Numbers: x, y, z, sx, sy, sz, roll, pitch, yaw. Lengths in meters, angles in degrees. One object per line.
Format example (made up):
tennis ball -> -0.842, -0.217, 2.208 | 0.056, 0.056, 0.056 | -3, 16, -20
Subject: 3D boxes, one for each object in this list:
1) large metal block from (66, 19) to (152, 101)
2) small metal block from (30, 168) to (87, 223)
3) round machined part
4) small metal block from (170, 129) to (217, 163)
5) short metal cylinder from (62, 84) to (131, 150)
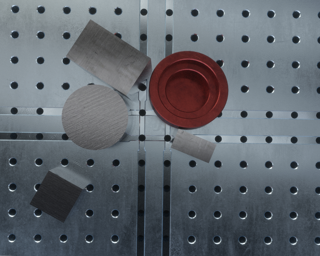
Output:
large metal block -> -0.058, -0.079, 0.385 | 0.080, 0.080, 0.050 | 33, 90, -1
small metal block -> -0.134, 0.089, 0.412 | 0.050, 0.025, 0.050 | 29, 90, -1
round machined part -> 0.035, -0.046, 0.400 | 0.099, 0.042, 0.097 | 1, 82, -4
small metal block -> 0.041, 0.022, 0.401 | 0.050, 0.050, 0.025 | 23, 91, -1
short metal cylinder -> -0.079, -0.013, 0.400 | 0.081, 0.050, 0.079 | 0, 90, -1
